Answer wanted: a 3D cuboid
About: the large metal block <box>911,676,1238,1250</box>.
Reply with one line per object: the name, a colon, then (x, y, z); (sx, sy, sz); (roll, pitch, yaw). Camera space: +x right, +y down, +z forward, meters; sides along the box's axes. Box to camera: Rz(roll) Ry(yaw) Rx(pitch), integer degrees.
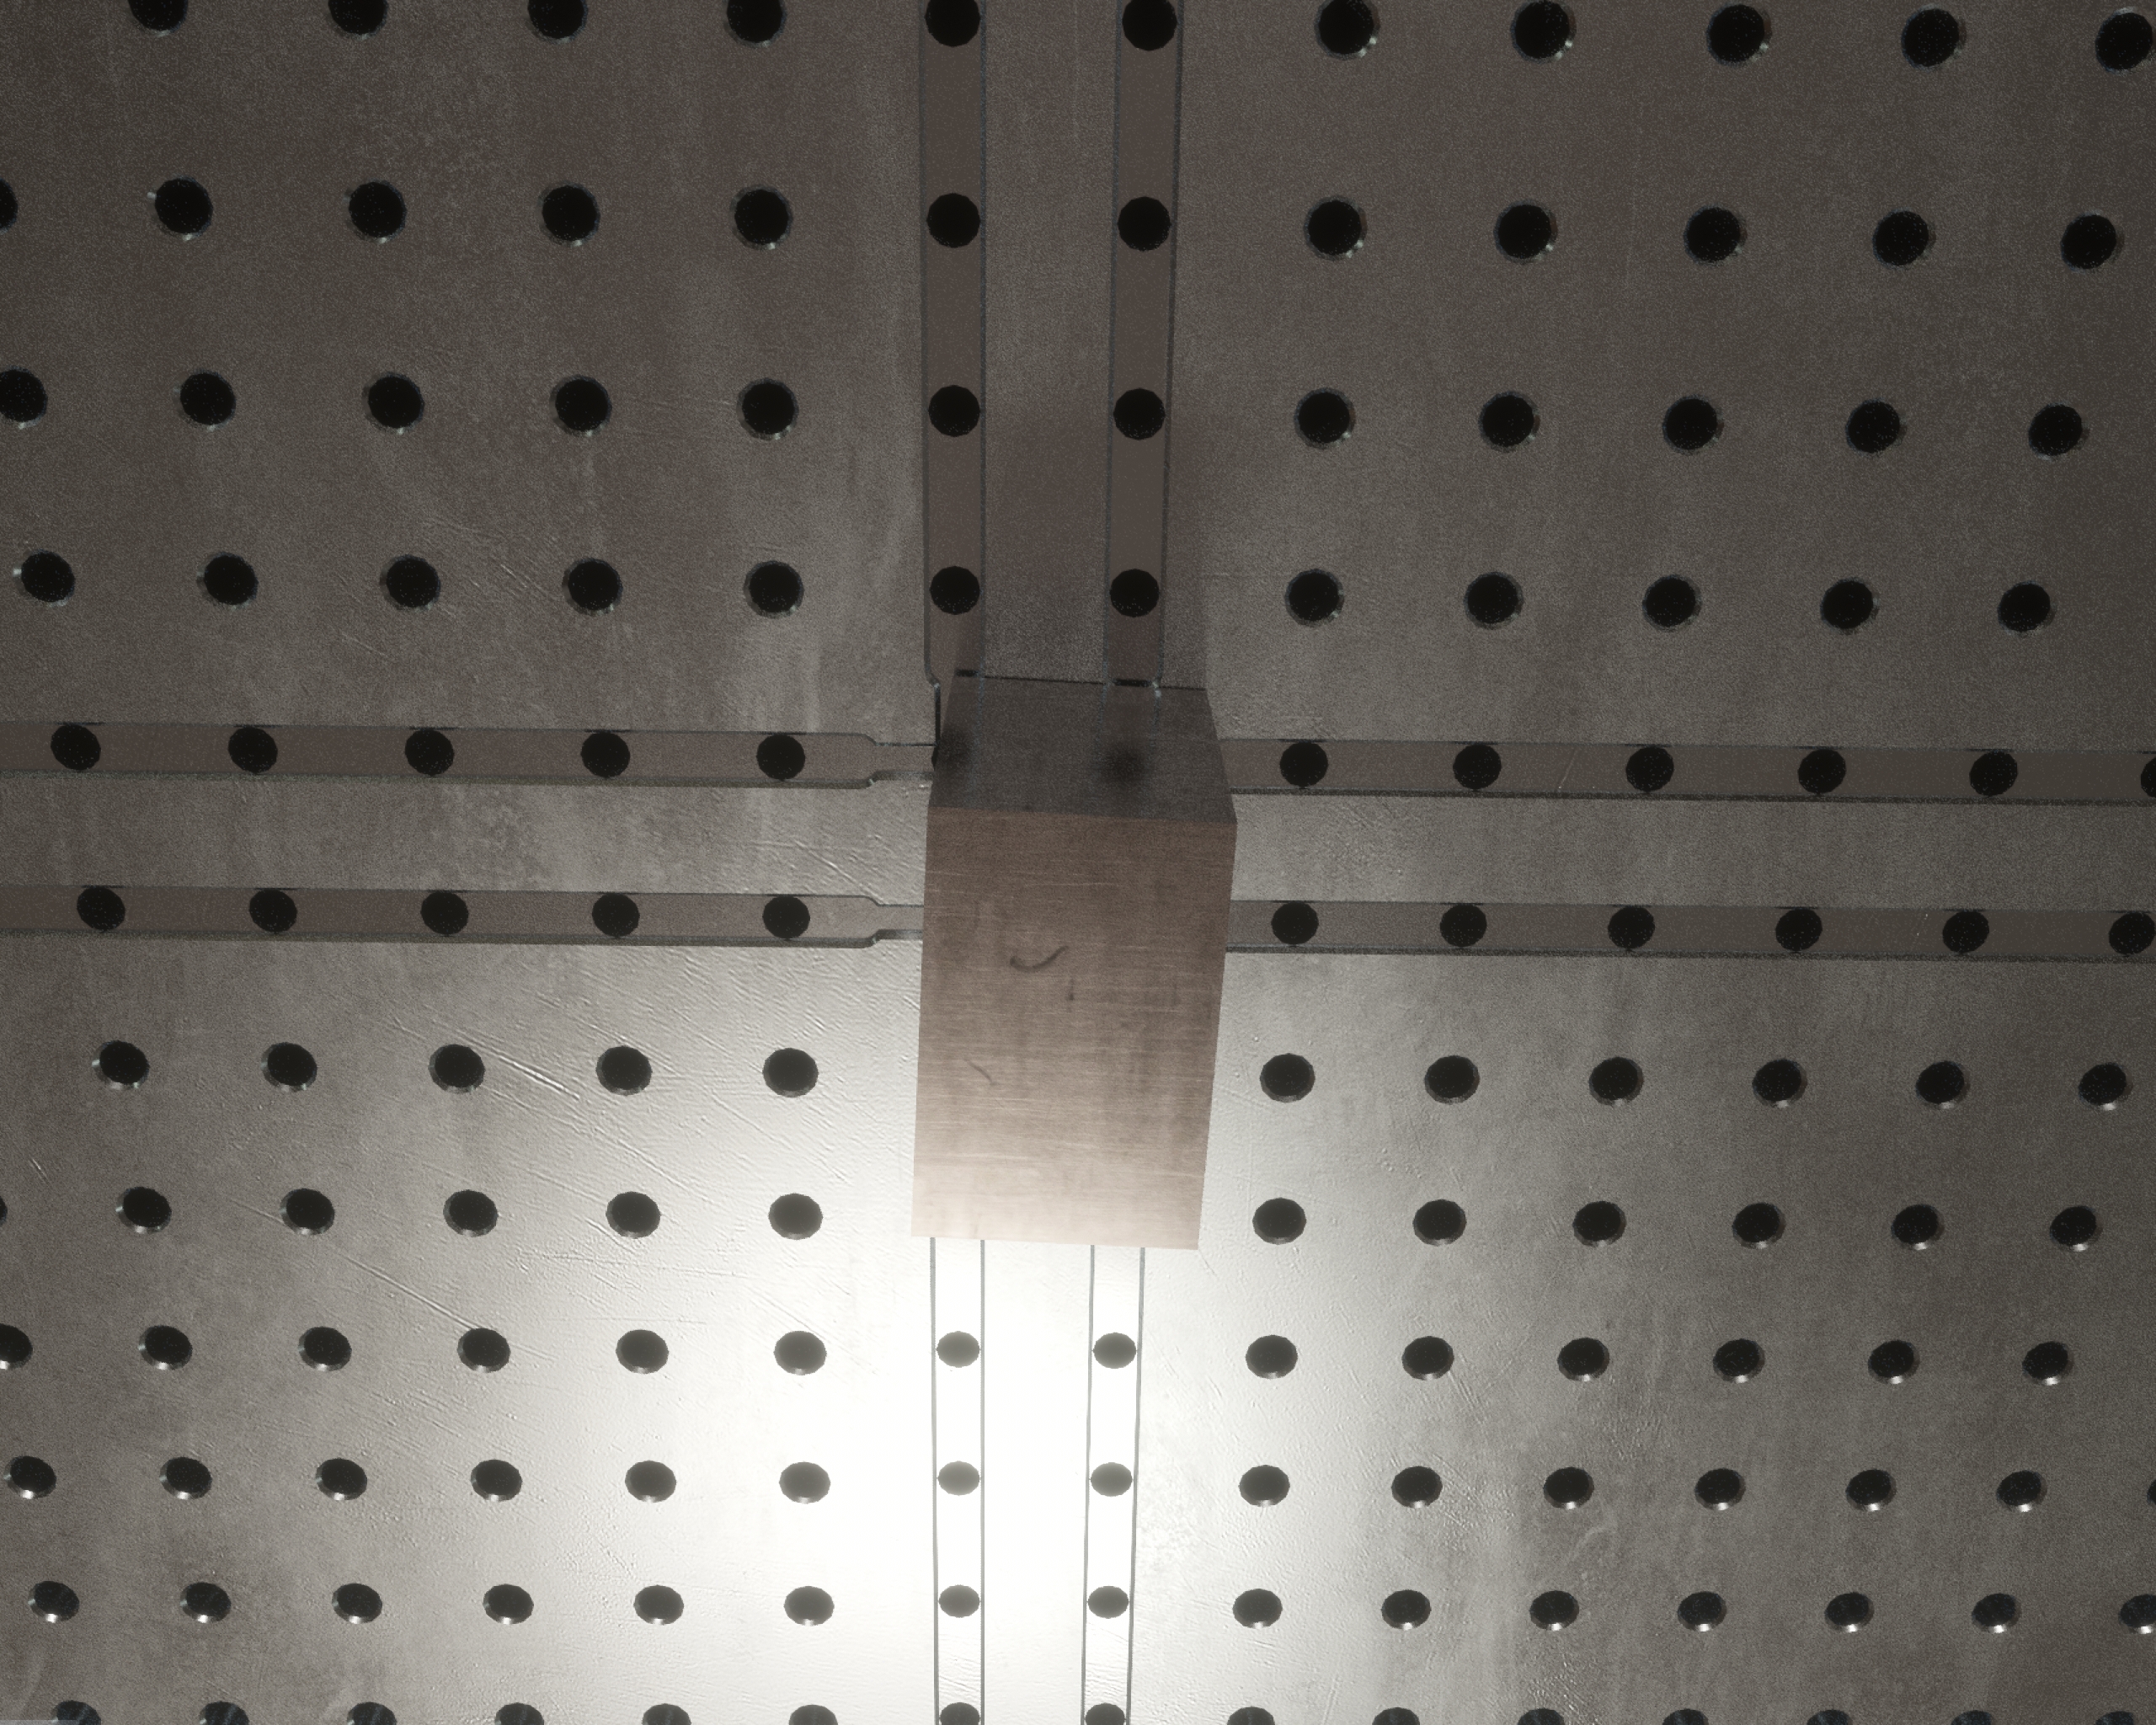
large metal block: (-0.002, 0.016, 0.389); (0.050, 0.080, 0.079); (3, 110, -2)
